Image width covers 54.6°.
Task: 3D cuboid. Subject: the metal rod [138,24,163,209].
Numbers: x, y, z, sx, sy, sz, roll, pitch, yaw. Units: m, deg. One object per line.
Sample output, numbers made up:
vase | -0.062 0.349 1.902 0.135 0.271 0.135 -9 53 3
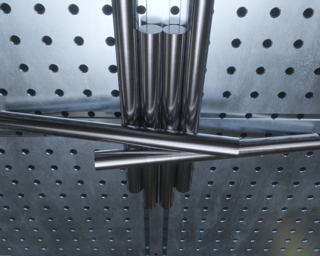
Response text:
metal rod | -0.013 0.011 0.419 0.025 0.025 0.298 1 130 -1

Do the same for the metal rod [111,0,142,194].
metal rod | -0.037 -0.020 0.393 0.025 0.025 0.298 1 130 -1

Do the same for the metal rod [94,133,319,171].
metal rod | 0.068 0.030 0.411 0.302 0.025 0.025 -4 131 -8

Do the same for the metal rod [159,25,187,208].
metal rod | 0.013 0.010 0.422 0.025 0.025 0.298 1 130 -1

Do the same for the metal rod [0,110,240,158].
metal rod | -0.056 0.007 0.386 0.301 0.025 0.025 7 131 6

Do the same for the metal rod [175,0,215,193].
metal rod | 0.039 -0.021 0.392 0.025 0.025 0.298 1 130 -1
